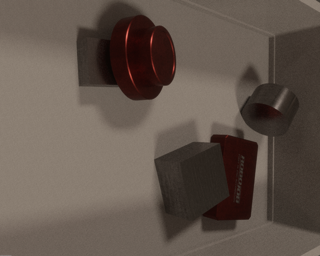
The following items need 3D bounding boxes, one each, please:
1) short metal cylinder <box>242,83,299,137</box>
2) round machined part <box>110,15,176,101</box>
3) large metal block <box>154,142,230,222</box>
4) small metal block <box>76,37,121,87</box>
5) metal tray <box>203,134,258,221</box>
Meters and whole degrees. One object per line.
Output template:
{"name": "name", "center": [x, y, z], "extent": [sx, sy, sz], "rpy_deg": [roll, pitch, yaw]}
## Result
{"name": "short metal cylinder", "center": [0.190, -0.030, 0.533], "extent": [0.080, 0.080, 0.050], "rpy_deg": [52, 59, -28]}
{"name": "round machined part", "center": [-0.013, -0.082, 0.363], "extent": [0.098, 0.042, 0.097], "rpy_deg": [-2, 90, -64]}
{"name": "large metal block", "center": [0.046, 0.070, 0.431], "extent": [0.081, 0.050, 0.079], "rpy_deg": [-20, 103, -38]}
{"name": "small metal block", "center": [-0.065, -0.073, 0.354], "extent": [0.050, 0.025, 0.050], "rpy_deg": [-5, 93, -40]}
{"name": "metal tray", "center": [0.116, 0.081, 0.504], "extent": [0.091, 0.030, 0.129], "rpy_deg": [13, 82, -40]}
